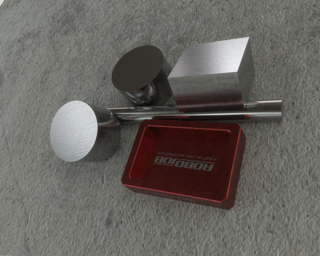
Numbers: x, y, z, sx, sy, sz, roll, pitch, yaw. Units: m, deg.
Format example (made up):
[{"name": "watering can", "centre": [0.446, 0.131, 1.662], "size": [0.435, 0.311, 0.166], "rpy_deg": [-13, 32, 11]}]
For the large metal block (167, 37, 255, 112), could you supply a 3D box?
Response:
[{"name": "large metal block", "centre": [0.066, -0.065, 0.379], "size": [0.080, 0.050, 0.080], "rpy_deg": [-1, 40, 28]}]

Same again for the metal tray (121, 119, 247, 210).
[{"name": "metal tray", "centre": [0.027, 0.038, 0.364], "size": [0.130, 0.030, 0.090], "rpy_deg": [4, 63, 29]}]

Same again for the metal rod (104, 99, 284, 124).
[{"name": "metal rod", "centre": [0.004, -0.019, 0.416], "size": [0.300, 0.025, 0.025], "rpy_deg": [-1, 62, 27]}]

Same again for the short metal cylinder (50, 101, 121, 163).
[{"name": "short metal cylinder", "centre": [-0.101, 0.007, 0.423], "size": [0.080, 0.050, 0.080], "rpy_deg": [-4, 80, 27]}]

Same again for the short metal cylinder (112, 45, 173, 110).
[{"name": "short metal cylinder", "centre": [-0.021, -0.071, 0.444], "size": [0.080, 0.050, 0.080], "rpy_deg": [-13, 56, 20]}]
